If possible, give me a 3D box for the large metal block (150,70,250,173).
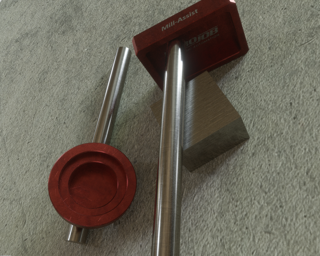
[{"bbox_3d":[0.046,-0.008,0.368,0.080,0.050,0.080,-32,52,7],"label":"large metal block"}]

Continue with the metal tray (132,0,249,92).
[{"bbox_3d":[0.042,-0.108,0.405,0.130,0.090,0.030,-25,53,12],"label":"metal tray"}]

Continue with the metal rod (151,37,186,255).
[{"bbox_3d":[0.011,0.028,0.316,0.025,0.025,0.299,-9,60,23],"label":"metal rod"}]

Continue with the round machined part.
[{"bbox_3d":[-0.079,0.070,0.370,0.099,0.042,0.098,5,64,-11],"label":"round machined part"}]

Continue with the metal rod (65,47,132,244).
[{"bbox_3d":[-0.080,0.006,0.440,0.025,0.025,0.299,-5,59,25],"label":"metal rod"}]
